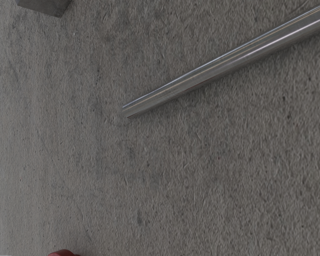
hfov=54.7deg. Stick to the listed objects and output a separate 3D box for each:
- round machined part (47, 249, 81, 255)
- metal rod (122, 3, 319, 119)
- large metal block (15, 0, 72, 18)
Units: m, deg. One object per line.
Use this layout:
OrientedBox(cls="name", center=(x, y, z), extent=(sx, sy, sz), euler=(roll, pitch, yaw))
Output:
OrientedBox(cls="round machined part", center=(-0.153, 0.253, 0.521), extent=(0.098, 0.042, 0.097), euler=(0, 90, 40))
OrientedBox(cls="metal rod", center=(0.066, -0.068, 0.349), extent=(0.299, 0.025, 0.025), euler=(-22, 76, 37))
OrientedBox(cls="large metal block", center=(-0.211, -0.250, 0.543), extent=(0.050, 0.081, 0.080), euler=(-41, 65, 32))
